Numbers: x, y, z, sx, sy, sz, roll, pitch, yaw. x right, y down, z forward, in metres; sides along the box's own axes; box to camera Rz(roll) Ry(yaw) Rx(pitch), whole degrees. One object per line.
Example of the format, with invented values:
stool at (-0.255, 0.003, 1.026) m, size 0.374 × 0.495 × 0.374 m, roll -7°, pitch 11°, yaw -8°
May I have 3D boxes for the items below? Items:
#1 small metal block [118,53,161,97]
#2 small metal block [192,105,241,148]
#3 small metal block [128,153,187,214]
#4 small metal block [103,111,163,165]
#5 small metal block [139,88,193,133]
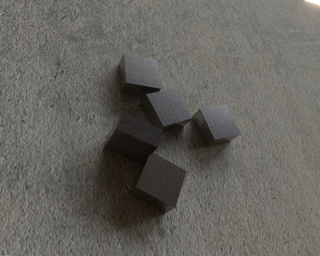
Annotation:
small metal block at (-0.029, -0.072, 0.432) m, size 0.050 × 0.025 × 0.050 m, roll 7°, pitch 59°, yaw -25°
small metal block at (0.081, -0.004, 0.449) m, size 0.050 × 0.025 × 0.050 m, roll -10°, pitch 67°, yaw -32°
small metal block at (-0.002, 0.064, 0.363) m, size 0.050 × 0.025 × 0.050 m, roll 30°, pitch 52°, yaw -9°
small metal block at (-0.032, 0.013, 0.362) m, size 0.050 × 0.050 × 0.025 m, roll 26°, pitch 53°, yaw -13°
small metal block at (0.008, -0.023, 0.422) m, size 0.050 × 0.025 × 0.050 m, roll -17°, pitch 71°, yaw -35°
